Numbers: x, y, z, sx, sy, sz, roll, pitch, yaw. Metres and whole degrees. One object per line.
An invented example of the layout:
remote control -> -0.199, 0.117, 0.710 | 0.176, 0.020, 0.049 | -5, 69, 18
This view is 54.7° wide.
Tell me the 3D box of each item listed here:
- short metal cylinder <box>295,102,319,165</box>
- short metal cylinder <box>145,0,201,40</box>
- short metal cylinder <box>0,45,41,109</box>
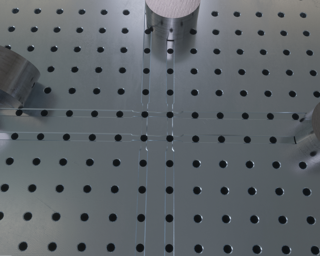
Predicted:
short metal cylinder -> 0.224, 0.005, 0.398 | 0.081, 0.050, 0.080 | 0, 70, 0
short metal cylinder -> 0.019, -0.181, 0.464 | 0.081, 0.050, 0.080 | 0, 70, 0
short metal cylinder -> -0.207, -0.066, 0.405 | 0.080, 0.080, 0.050 | 18, 71, 6
